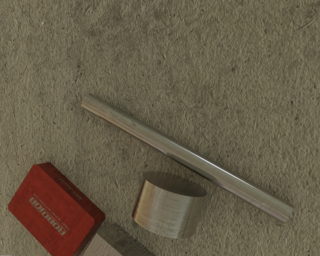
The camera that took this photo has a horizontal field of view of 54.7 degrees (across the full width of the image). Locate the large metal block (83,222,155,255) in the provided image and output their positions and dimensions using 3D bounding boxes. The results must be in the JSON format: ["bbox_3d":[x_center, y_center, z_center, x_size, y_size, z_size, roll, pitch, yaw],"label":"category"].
[{"bbox_3d":[-0.062,0.190,0.417,0.080,0.050,0.080,35,101,16],"label":"large metal block"}]

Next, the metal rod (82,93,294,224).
[{"bbox_3d":[0.022,0.030,0.401,0.301,0.025,0.025,29,99,17],"label":"metal rod"}]

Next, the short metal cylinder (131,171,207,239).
[{"bbox_3d":[0.011,0.090,0.376,0.080,0.080,0.050,18,96,19],"label":"short metal cylinder"}]

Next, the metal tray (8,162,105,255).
[{"bbox_3d":[-0.156,0.125,0.461,0.130,0.030,0.090,38,102,15],"label":"metal tray"}]
